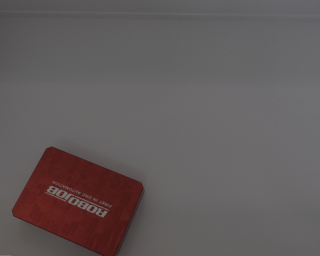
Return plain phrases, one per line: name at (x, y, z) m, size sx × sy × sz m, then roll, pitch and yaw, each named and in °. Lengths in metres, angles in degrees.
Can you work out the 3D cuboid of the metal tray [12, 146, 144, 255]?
metal tray at (-0.095, 0.088, 0.375) m, size 0.130 × 0.030 × 0.090 m, roll 21°, pitch 71°, yaw 7°
